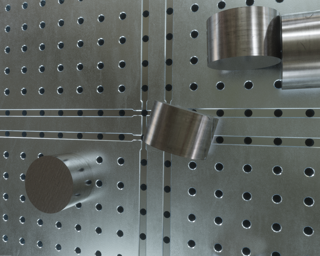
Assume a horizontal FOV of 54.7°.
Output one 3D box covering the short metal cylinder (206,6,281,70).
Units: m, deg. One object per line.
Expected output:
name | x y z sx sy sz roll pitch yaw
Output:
short metal cylinder | 0.094 -0.097 0.350 0.080 0.080 0.050 -1 90 19

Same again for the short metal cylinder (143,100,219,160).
short metal cylinder | 0.025 0.001 0.374 0.080 0.080 0.050 19 96 18

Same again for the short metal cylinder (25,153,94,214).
short metal cylinder | -0.145 0.078 0.449 0.080 0.050 0.079 0 90 19

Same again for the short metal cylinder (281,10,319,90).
short metal cylinder | 0.156 -0.082 0.329 0.050 0.080 0.079 -1 90 20
